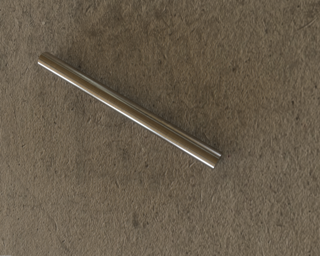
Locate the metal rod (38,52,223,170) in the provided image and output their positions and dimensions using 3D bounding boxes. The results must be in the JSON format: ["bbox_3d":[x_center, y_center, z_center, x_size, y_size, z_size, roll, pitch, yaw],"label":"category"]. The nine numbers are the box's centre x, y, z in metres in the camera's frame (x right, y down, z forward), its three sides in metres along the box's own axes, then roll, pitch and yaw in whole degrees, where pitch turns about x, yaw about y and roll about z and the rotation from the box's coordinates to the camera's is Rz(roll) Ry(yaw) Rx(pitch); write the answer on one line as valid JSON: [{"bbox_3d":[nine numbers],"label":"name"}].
[{"bbox_3d":[-0.052,-0.031,0.427,0.300,0.025,0.025,31,100,17],"label":"metal rod"}]
